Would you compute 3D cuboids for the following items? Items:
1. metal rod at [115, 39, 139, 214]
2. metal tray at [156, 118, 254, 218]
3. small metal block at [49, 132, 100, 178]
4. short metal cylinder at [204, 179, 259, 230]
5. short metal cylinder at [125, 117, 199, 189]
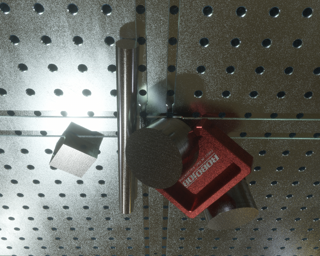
[{"bbox_3d":[-0.046,0.023,0.430,0.025,0.025,0.298,3,130,-3],"label":"metal rod"},{"bbox_3d":[0.053,0.060,0.436,0.090,0.030,0.129,41,123,0],"label":"metal tray"},{"bbox_3d":[-0.123,0.040,0.444,0.050,0.025,0.050,28,125,-22],"label":"small metal block"},{"bbox_3d":[0.107,0.120,0.486,0.081,0.050,0.080,-8,142,-6],"label":"short metal cylinder"},{"bbox_3d":[0.003,0.031,0.397,0.080,0.050,0.079,10,112,27],"label":"short metal cylinder"}]
